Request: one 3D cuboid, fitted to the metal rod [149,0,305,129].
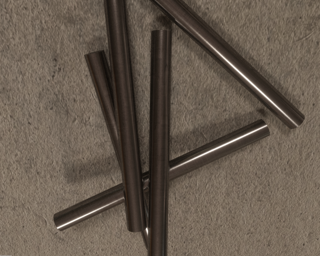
[{"bbox_3d":[0.066,-0.100,0.374,0.301,0.025,0.025,39,105,-14],"label":"metal rod"}]

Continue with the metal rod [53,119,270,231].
[{"bbox_3d":[0.003,0.062,0.411,0.301,0.025,0.025,-25,109,0],"label":"metal rod"}]

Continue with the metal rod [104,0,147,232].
[{"bbox_3d":[-0.041,-0.021,0.369,0.025,0.025,0.298,-5,98,1],"label":"metal rod"}]

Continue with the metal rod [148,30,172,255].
[{"bbox_3d":[-0.001,0.034,0.382,0.025,0.025,0.298,1,95,-1],"label":"metal rod"}]

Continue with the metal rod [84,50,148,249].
[{"bbox_3d":[-0.045,0.044,0.425,0.025,0.025,0.298,-13,110,4],"label":"metal rod"}]
